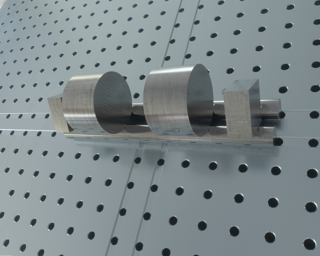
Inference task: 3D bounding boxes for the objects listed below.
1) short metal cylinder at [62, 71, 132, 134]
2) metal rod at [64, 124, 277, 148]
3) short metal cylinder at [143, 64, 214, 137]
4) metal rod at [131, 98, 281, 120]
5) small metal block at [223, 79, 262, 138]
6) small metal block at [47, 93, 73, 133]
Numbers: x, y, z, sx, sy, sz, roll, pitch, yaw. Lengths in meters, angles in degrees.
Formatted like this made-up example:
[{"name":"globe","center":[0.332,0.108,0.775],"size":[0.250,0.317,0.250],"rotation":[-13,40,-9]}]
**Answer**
[{"name":"short metal cylinder","center":[-0.080,-0.032,0.407],"size":[0.050,0.080,0.080],"rotation":[1,62,29]},{"name":"metal rod","center":[-0.007,0.007,0.408],"size":[0.300,0.025,0.025],"rotation":[1,62,28]},{"name":"short metal cylinder","center":[0.023,-0.030,0.351],"size":[0.050,0.080,0.080],"rotation":[1,62,29]},{"name":"metal rod","center":[0.003,-0.024,0.421],"size":[0.300,0.025,0.025],"rotation":[1,62,28]},{"name":"small metal block","center":[0.089,-0.022,0.329],"size":[0.025,0.050,0.050],"rotation":[0,21,29]},{"name":"small metal block","center":[-0.129,-0.026,0.447],"size":[0.025,0.050,0.050],"rotation":[1,20,29]}]
